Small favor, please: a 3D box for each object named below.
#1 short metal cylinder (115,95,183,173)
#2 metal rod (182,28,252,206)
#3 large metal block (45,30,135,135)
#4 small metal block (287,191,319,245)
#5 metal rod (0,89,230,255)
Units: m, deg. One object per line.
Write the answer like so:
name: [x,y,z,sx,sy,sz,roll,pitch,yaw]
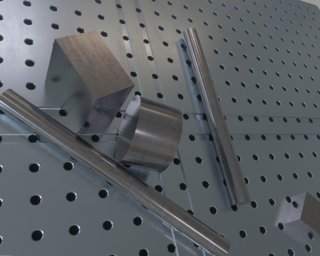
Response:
short metal cylinder: [-0.015,0.007,0.361,0.050,0.080,0.080,17,55,-19]
metal rod: [0.079,-0.033,0.470,0.025,0.025,0.299,2,61,-27]
large metal block: [-0.085,-0.051,0.358,0.050,0.080,0.080,-28,77,-37]
small metal block: [0.216,0.129,0.446,0.050,0.025,0.050,39,51,-2]
metal rod: [-0.048,0.055,0.348,0.301,0.025,0.025,36,51,-5]
